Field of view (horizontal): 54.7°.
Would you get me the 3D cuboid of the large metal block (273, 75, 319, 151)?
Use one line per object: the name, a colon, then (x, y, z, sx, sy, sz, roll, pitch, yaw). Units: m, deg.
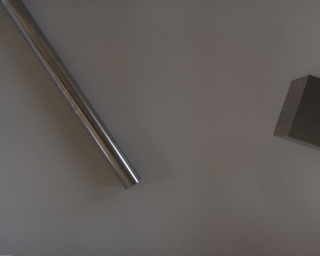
large metal block: (0.207, -0.015, 0.402, 0.080, 0.050, 0.080, 19, 90, -1)

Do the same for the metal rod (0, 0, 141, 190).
metal rod: (-0.118, -0.050, 0.409, 0.025, 0.025, 0.299, -34, 90, 0)
